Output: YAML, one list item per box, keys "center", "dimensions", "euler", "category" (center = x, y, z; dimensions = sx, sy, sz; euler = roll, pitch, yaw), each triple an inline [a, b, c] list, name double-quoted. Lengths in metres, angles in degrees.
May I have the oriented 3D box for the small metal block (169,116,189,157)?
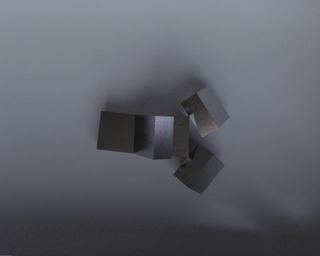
- center: [0.022, 0.010, 0.398]
  dimensions: [0.025, 0.050, 0.050]
  euler: [1, 90, 0]
  category: "small metal block"

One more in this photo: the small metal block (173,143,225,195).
- center: [0.051, 0.053, 0.395]
  dimensions: [0.025, 0.050, 0.050]
  euler: [38, 89, 35]
  category: "small metal block"

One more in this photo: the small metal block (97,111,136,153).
- center: [-0.053, 0.005, 0.408]
  dimensions: [0.050, 0.025, 0.050]
  euler: [7, 90, -1]
  category: "small metal block"

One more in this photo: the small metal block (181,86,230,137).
- center: [0.059, -0.022, 0.395]
  dimensions: [0.025, 0.050, 0.050]
  euler: [-32, 91, 32]
  category: "small metal block"

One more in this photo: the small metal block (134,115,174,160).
- center: [-0.009, 0.010, 0.379]
  dimensions: [0.025, 0.050, 0.050]
  euler: [1, 93, -32]
  category: "small metal block"
